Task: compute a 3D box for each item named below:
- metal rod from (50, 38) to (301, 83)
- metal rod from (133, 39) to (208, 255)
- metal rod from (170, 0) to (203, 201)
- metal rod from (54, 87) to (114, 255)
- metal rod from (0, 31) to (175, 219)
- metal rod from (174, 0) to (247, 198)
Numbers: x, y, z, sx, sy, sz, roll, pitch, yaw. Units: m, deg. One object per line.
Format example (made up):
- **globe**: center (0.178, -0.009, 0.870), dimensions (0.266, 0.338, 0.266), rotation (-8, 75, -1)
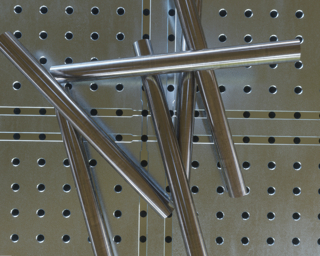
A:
- **metal rod**: center (0.006, -0.078, 0.376), dimensions (0.301, 0.025, 0.025), rotation (-3, 90, 15)
- **metal rod**: center (0.013, 0.030, 0.392), dimensions (0.025, 0.025, 0.299), rotation (-15, 82, 0)
- **metal rod**: center (0.036, -0.053, 0.413), dimensions (0.025, 0.025, 0.298), rotation (4, 90, 0)
- **metal rod**: center (-0.095, 0.093, 0.412), dimensions (0.025, 0.025, 0.299), rotation (-15, 90, 0)
- **metal rod**: center (-0.089, 0.002, 0.394), dimensions (0.025, 0.025, 0.300), rotation (-42, 98, 0)
- **metal rod**: center (0.061, -0.054, 0.395), dimensions (0.025, 0.025, 0.299), rotation (-17, 98, 0)
